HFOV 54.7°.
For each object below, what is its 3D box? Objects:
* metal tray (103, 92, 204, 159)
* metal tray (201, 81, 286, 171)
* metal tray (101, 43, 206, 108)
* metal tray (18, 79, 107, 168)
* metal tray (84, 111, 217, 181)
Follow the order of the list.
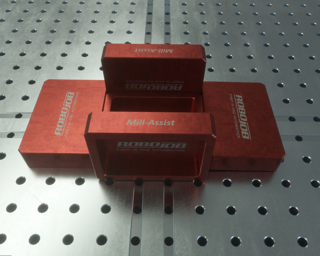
[{"bbox_3d":[-0.009,-0.005,0.406,0.131,0.030,0.090,1,50,0],"label":"metal tray"},{"bbox_3d":[0.102,-0.007,0.409,0.091,0.030,0.130,2,50,-1],"label":"metal tray"},{"bbox_3d":[-0.008,-0.069,0.423,0.131,0.089,0.030,1,50,0],"label":"metal tray"},{"bbox_3d":[-0.120,-0.010,0.411,0.091,0.030,0.130,1,50,0],"label":"metal tray"},{"bbox_3d":[-0.010,0.023,0.344,0.131,0.089,0.030,1,50,0],"label":"metal tray"}]
